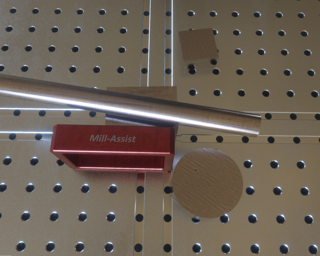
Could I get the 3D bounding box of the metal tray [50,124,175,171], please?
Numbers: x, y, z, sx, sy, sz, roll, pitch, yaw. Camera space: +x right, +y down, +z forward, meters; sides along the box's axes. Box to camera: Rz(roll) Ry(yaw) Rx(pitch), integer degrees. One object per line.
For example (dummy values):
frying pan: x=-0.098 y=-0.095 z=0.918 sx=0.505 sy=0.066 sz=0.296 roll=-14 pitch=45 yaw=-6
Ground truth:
metal tray: x=-0.050 y=0.026 z=0.367 sx=0.131 sy=0.090 sz=0.030 roll=1 pitch=70 yaw=0

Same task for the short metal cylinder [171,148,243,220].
short metal cylinder: x=0.054 y=0.069 z=0.374 sx=0.081 sy=0.050 sz=0.080 roll=0 pitch=70 yaw=-1

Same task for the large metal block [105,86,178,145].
large metal block: x=-0.021 y=-0.011 z=0.386 sx=0.081 sy=0.080 sz=0.050 roll=-1 pitch=70 yaw=-1

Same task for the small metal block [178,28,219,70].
small metal block: x=0.055 y=-0.116 z=0.455 sx=0.050 sy=0.025 sz=0.050 roll=-7 pitch=70 yaw=-3

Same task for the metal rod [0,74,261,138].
metal rod: x=-0.045 y=-0.026 z=0.335 sx=0.302 sy=0.025 sz=0.025 roll=9 pitch=70 yaw=3
